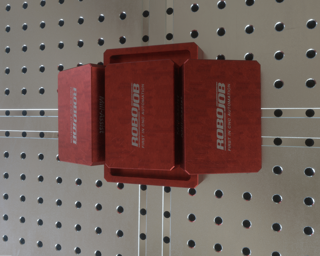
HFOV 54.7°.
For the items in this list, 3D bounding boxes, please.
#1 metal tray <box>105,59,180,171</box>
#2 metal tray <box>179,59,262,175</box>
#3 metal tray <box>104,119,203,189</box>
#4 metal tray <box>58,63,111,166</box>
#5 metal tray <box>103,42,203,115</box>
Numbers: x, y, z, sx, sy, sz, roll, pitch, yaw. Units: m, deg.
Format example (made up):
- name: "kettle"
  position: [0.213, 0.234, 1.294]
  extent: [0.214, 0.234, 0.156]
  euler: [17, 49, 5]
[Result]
- name: "metal tray"
  position: [-0.021, -0.015, 0.384]
  extent: [0.090, 0.030, 0.129]
  euler: [0, 90, 19]
- name: "metal tray"
  position: [0.070, -0.013, 0.365]
  extent: [0.091, 0.030, 0.129]
  euler: [-1, 90, -8]
- name: "metal tray"
  position: [-0.010, 0.029, 0.413]
  extent: [0.130, 0.030, 0.089]
  euler: [1, 91, 19]
- name: "metal tray"
  position: [-0.106, -0.017, 0.427]
  extent: [0.090, 0.030, 0.129]
  euler: [0, 90, 45]
- name: "metal tray"
  position: [-0.011, -0.061, 0.412]
  extent: [0.130, 0.030, 0.089]
  euler: [1, 91, 19]
